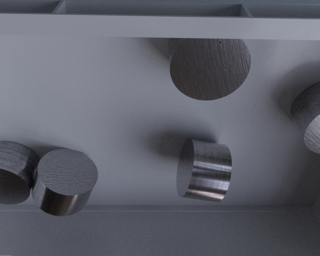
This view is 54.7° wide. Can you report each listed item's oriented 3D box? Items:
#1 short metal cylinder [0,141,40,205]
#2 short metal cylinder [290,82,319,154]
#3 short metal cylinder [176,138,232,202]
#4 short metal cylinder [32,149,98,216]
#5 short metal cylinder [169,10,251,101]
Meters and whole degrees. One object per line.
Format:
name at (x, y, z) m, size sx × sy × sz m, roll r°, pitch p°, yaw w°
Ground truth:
short metal cylinder at (-0.219, 0.065, 0.444) m, size 0.081 × 0.050 × 0.079 m, roll 0°, pitch 130°, yaw 1°
short metal cylinder at (0.212, -0.013, 0.385) m, size 0.081 × 0.050 × 0.079 m, roll 0°, pitch 130°, yaw 0°
short metal cylinder at (0.058, 0.058, 0.423) m, size 0.050 × 0.080 × 0.079 m, roll 11°, pitch 129°, yaw -9°
short metal cylinder at (-0.134, 0.075, 0.435) m, size 0.081 × 0.080 × 0.050 m, roll 18°, pitch 128°, yaw -15°
short metal cylinder at (0.050, -0.076, 0.329) m, size 0.081 × 0.050 × 0.079 m, roll 0°, pitch 130°, yaw 0°
